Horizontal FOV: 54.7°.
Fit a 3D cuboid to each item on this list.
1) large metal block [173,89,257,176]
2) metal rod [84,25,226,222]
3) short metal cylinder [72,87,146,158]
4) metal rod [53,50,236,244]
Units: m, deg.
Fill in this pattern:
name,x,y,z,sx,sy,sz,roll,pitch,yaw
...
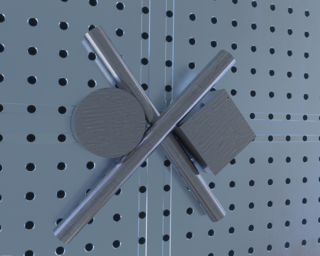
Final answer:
name,x,y,z,sx,sy,sz,roll,pitch,yaw
large metal block,0.068,0.005,0.420,0.080,0.050,0.080,-40,103,-16
metal rod,0.000,0.003,0.408,0.025,0.025,0.299,-38,102,-16
short metal cylinder,-0.063,-0.006,0.372,0.081,0.050,0.079,0,90,-20
metal rod,-0.015,0.019,0.381,0.025,0.025,0.300,44,84,-15
